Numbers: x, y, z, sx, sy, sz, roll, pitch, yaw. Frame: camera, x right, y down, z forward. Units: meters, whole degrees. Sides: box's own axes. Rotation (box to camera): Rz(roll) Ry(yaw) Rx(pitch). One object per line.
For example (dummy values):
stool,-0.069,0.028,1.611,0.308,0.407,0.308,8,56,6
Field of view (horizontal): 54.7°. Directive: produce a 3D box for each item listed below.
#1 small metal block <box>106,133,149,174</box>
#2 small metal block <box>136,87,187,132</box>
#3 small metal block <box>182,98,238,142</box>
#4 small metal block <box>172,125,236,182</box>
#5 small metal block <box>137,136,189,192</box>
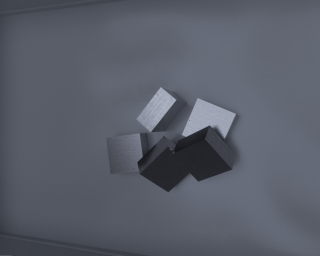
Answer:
small metal block,-0.043,0.035,0.424,0.050,0.025,0.050,-8,87,19
small metal block,0.004,-0.022,0.395,0.025,0.050,0.050,42,103,15
small metal block,0.063,-0.004,0.388,0.050,0.025,0.050,25,98,18
small metal block,0.052,0.031,0.365,0.050,0.025,0.050,-29,112,38
small metal block,0.008,0.047,0.393,0.050,0.025,0.050,37,106,-27
